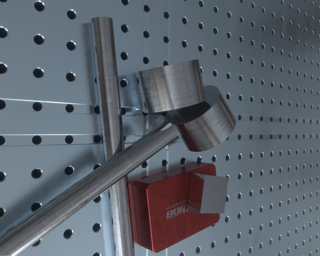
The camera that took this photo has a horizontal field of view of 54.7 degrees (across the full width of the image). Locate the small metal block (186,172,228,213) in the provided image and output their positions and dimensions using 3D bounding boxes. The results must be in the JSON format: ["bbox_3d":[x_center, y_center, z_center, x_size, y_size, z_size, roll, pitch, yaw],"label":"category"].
[{"bbox_3d":[0.066,0.090,0.428,0.050,0.025,0.050,14,81,-39],"label":"small metal block"}]

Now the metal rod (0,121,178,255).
[{"bbox_3d":[-0.097,0.079,0.307,0.302,0.025,0.025,-35,112,-28],"label":"metal rod"}]

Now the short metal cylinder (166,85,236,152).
[{"bbox_3d":[0.055,-0.014,0.422,0.080,0.080,0.050,-51,121,-28],"label":"short metal cylinder"}]

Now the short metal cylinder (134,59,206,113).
[{"bbox_3d":[0.013,-0.053,0.386,0.081,0.080,0.050,-20,103,-39],"label":"short metal cylinder"}]

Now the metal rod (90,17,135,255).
[{"bbox_3d":[-0.054,0.024,0.365,0.025,0.025,0.298,-9,96,-40],"label":"metal rod"}]

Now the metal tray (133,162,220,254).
[{"bbox_3d":[0.028,0.105,0.432,0.131,0.030,0.089,-10,96,-40],"label":"metal tray"}]
